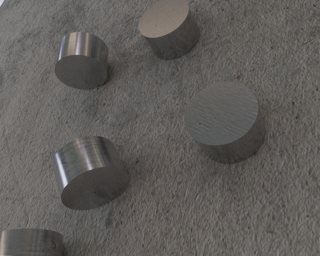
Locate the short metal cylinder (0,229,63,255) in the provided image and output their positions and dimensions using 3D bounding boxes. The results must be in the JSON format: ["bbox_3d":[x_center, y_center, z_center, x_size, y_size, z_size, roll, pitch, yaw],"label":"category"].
[{"bbox_3d":[-0.155,0.153,0.357,0.080,0.080,0.050,-19,55,17],"label":"short metal cylinder"}]

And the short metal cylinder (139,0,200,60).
[{"bbox_3d":[0.015,-0.151,0.473,0.080,0.050,0.080,-13,56,21],"label":"short metal cylinder"}]

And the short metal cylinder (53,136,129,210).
[{"bbox_3d":[-0.085,0.056,0.379,0.080,0.080,0.050,-35,51,5],"label":"short metal cylinder"}]

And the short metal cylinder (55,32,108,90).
[{"bbox_3d":[-0.125,-0.107,0.500,0.080,0.080,0.050,-16,55,19],"label":"short metal cylinder"}]

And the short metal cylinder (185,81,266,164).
[{"bbox_3d":[0.075,-0.006,0.352,0.080,0.050,0.080,-13,56,21],"label":"short metal cylinder"}]
